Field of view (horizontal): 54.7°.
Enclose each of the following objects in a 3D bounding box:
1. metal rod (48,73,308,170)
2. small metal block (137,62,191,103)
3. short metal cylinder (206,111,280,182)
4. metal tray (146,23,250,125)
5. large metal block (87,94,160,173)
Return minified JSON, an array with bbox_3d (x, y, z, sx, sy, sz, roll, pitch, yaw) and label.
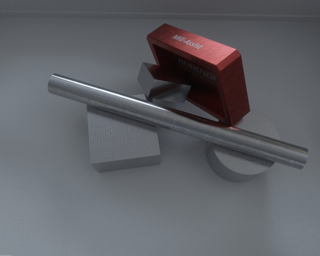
[{"bbox_3d":[0.015,-0.010,0.358,0.301,0.025,0.025,17,71,5],"label":"metal rod"},{"bbox_3d":[0.004,-0.058,0.394,0.050,0.025,0.050,6,32,-26],"label":"small metal block"},{"bbox_3d":[0.101,0.024,0.387,0.081,0.050,0.080,0,70,0],"label":"short metal cylinder"},{"bbox_3d":[0.044,-0.066,0.372,0.030,0.090,0.130,-39,45,-14],"label":"metal tray"},{"bbox_3d":[-0.045,0.007,0.392,0.081,0.050,0.080,-7,70,-3],"label":"large metal block"}]
